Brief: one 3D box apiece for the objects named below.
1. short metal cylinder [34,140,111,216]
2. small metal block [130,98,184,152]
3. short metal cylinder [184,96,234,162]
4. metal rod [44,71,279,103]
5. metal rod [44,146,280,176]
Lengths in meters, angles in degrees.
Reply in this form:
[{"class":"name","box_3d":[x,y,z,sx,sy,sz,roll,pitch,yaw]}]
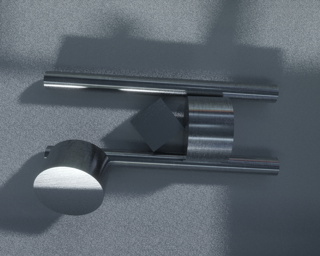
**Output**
[{"class":"short metal cylinder","box_3d":[-0.105,0.061,0.379,0.081,0.050,0.079,1,124,1]},{"class":"small metal block","box_3d":[-0.004,-0.004,0.410,0.050,0.025,0.050,-38,91,0]},{"class":"short metal cylinder","box_3d":[0.057,0.001,0.383,0.050,0.080,0.079,2,90,0]},{"class":"metal rod","box_3d":[0.002,-0.054,0.409,0.302,0.025,0.025,3,90,-1]},{"class":"metal rod","box_3d":[0.003,0.043,0.409,0.302,0.025,0.025,3,90,-1]}]
